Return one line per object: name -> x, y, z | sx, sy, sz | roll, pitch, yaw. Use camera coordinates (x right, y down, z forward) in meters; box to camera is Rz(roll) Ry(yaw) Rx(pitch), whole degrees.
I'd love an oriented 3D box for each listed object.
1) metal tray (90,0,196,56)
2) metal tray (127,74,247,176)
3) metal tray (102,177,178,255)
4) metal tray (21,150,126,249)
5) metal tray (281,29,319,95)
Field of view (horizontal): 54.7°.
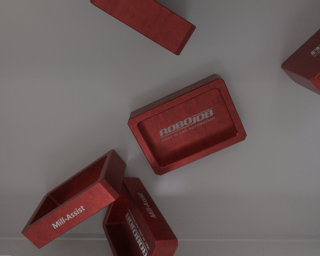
metal tray -> -0.014, -0.120, 0.326 | 0.090, 0.130, 0.030 | 29, 108, -10
metal tray -> 0.035, -0.003, 0.407 | 0.130, 0.030, 0.090 | -24, 109, 8
metal tray -> -0.032, 0.136, 0.405 | 0.030, 0.130, 0.089 | 9, 112, -32
metal tray -> -0.109, 0.090, 0.408 | 0.130, 0.090, 0.030 | -34, 107, 11
metal tray -> 0.208, -0.098, 0.342 | 0.030, 0.090, 0.130 | 42, 105, -14
